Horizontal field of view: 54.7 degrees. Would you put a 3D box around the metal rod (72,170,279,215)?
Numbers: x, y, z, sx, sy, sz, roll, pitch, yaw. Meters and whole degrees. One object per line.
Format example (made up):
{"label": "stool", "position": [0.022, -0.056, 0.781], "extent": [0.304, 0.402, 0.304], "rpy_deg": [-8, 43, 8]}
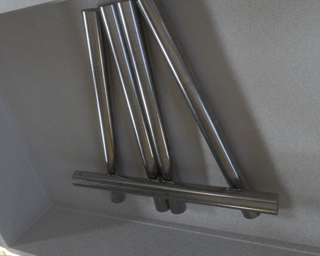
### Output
{"label": "metal rod", "position": [0.002, 0.084, 0.424], "extent": [0.300, 0.025, 0.025], "rpy_deg": [2, 119, 27]}

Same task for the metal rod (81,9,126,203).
{"label": "metal rod", "position": [-0.075, -0.011, 0.440], "extent": [0.025, 0.025, 0.298], "rpy_deg": [11, 124, 22]}

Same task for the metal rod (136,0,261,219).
{"label": "metal rod", "position": [0.054, -0.014, 0.370], "extent": [0.025, 0.025, 0.299], "rpy_deg": [-17, 110, 35]}

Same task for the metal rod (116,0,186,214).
{"label": "metal rod", "position": [-0.004, -0.009, 0.404], "extent": [0.025, 0.025, 0.298], "rpy_deg": [1, 119, 28]}

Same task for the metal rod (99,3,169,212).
{"label": "metal rod", "position": [-0.026, -0.009, 0.415], "extent": [0.025, 0.025, 0.298], "rpy_deg": [1, 119, 28]}
